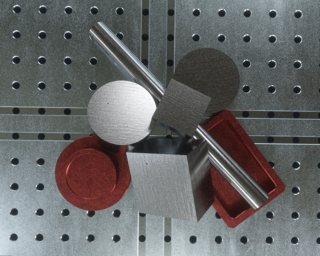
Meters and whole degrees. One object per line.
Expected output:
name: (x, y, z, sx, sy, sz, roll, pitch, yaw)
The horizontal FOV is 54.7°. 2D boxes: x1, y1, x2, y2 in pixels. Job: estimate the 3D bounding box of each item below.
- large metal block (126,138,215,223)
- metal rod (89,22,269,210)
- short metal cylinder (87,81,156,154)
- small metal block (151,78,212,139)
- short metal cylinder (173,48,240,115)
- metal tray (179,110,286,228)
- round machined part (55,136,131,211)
large metal block: (0.014, 0.059, 0.371, 0.080, 0.050, 0.079, -1, 107, 33)
metal rod: (0.017, -0.022, 0.385, 0.025, 0.025, 0.300, -43, 81, 0)
short metal cylinder: (-0.047, -0.012, 0.386, 0.081, 0.050, 0.080, 2, 73, -8)
small metal block: (0.024, -0.021, 0.357, 0.050, 0.025, 0.050, 26, 82, 0)
short metal cylinder: (0.056, -0.057, 0.398, 0.081, 0.050, 0.079, 0, 90, 0)
metal tray: (0.088, 0.052, 0.408, 0.090, 0.030, 0.130, -36, 90, 0)
round machined part: (-0.087, 0.059, 0.400, 0.099, 0.042, 0.097, 0, 90, 0)
